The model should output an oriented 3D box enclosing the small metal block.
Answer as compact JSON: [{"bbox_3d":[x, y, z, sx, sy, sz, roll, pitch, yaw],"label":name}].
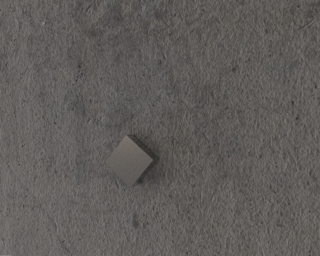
[{"bbox_3d":[-0.038,0.044,0.423,0.050,0.025,0.050,42,103,15],"label":"small metal block"}]
